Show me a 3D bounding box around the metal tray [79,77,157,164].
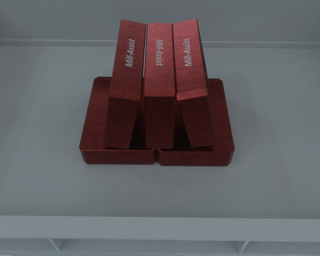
[{"bbox_3d":[-0.049,-0.014,0.410,0.091,0.030,0.130,1,50,0],"label":"metal tray"}]

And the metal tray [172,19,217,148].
[{"bbox_3d":[0.040,-0.053,0.364,0.030,0.090,0.130,-9,49,11],"label":"metal tray"}]

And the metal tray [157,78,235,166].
[{"bbox_3d":[0.043,-0.012,0.410,0.091,0.030,0.130,1,50,0],"label":"metal tray"}]

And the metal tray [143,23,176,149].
[{"bbox_3d":[0.000,-0.051,0.363,0.030,0.089,0.130,0,48,0],"label":"metal tray"}]

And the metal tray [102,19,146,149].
[{"bbox_3d":[-0.041,-0.052,0.362,0.030,0.089,0.130,8,49,-10],"label":"metal tray"}]
